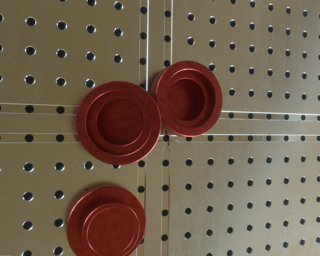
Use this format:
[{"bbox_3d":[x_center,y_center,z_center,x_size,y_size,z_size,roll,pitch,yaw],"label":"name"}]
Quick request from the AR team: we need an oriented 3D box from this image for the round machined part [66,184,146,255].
[{"bbox_3d":[-0.064,0.121,0.381,0.099,0.042,0.097,0,90,-21],"label":"round machined part"}]

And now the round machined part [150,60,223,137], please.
[{"bbox_3d":[0.031,-0.037,0.413,0.099,0.042,0.097,1,88,-25],"label":"round machined part"}]

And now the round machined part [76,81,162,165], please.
[{"bbox_3d":[-0.047,-0.007,0.375,0.099,0.042,0.097,0,96,2],"label":"round machined part"}]
